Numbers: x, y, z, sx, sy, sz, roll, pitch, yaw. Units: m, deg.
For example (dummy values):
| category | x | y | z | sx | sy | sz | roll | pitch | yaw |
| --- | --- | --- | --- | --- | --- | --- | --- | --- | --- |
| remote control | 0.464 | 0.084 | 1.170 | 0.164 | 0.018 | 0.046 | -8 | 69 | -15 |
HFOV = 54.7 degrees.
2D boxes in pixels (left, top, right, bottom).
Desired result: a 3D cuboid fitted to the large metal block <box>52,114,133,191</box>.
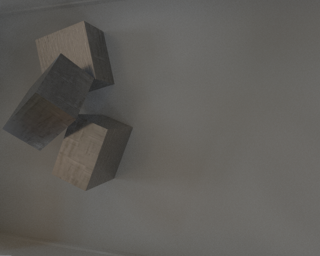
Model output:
| category | x | y | z | sx | sy | sz | roll | pitch | yaw |
| --- | --- | --- | --- | --- | --- | --- | --- | --- | --- |
| large metal block | -0.086 | 0.028 | 0.409 | 0.050 | 0.080 | 0.080 | 23 | 98 | 15 |

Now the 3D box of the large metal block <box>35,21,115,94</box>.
| category | x | y | z | sx | sy | sz | roll | pitch | yaw |
| --- | --- | --- | --- | --- | --- | --- | --- | --- | --- |
| large metal block | -0.119 | -0.093 | 0.438 | 0.080 | 0.050 | 0.080 | -14 | 85 | 19 |

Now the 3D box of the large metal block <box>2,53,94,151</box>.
| category | x | y | z | sx | sy | sz | roll | pitch | yaw |
| --- | --- | --- | --- | --- | --- | --- | --- | --- | --- |
| large metal block | -0.134 | -0.031 | 0.379 | 0.050 | 0.080 | 0.080 | 38 | 126 | -26 |
